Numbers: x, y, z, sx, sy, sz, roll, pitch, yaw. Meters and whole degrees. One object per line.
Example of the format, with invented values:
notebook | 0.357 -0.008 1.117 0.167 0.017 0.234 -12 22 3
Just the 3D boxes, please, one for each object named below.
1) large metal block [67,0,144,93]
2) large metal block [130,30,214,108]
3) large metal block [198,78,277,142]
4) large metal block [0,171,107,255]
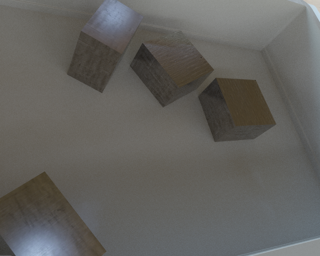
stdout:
large metal block | -0.070 -0.106 0.398 0.050 0.080 0.080 29 52 -11
large metal block | 0.018 -0.088 0.455 0.081 0.050 0.080 -31 80 -38
large metal block | 0.116 -0.027 0.471 0.081 0.050 0.080 -2 63 -30
large metal block | -0.100 0.095 0.259 0.050 0.080 0.080 -35 82 -39
